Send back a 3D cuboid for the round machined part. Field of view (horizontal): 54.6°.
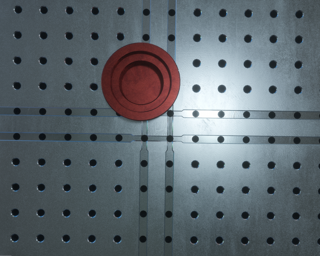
[{"bbox_3d":[-0.024,-0.058,0.405,0.099,0.042,0.097,0,90,0],"label":"round machined part"}]
